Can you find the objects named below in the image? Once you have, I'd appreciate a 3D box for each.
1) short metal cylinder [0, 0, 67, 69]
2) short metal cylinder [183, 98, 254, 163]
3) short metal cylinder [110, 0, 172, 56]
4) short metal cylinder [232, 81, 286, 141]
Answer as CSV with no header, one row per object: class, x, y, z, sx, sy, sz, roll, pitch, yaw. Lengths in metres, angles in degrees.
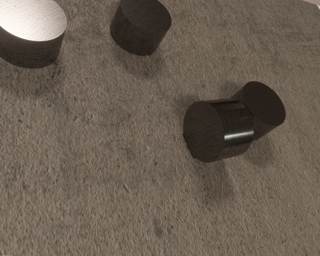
short metal cylinder,-0.159,-0.119,0.376,0.081,0.050,0.080,14,56,-21
short metal cylinder,0.075,0.002,0.410,0.050,0.080,0.080,-8,66,-32
short metal cylinder,-0.030,-0.157,0.469,0.081,0.050,0.080,14,56,-21
short metal cylinder,0.147,-0.026,0.486,0.081,0.050,0.080,14,56,-21
